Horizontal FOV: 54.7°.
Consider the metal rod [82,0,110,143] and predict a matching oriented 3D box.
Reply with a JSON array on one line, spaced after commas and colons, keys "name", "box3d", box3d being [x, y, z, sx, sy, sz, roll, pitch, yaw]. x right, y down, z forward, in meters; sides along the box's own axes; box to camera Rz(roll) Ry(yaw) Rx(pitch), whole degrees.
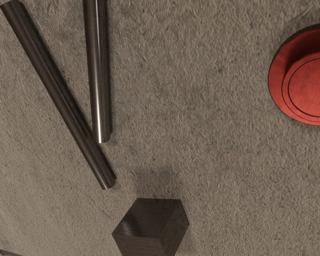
[{"name": "metal rod", "box3d": [-0.078, -0.110, 0.378, 0.025, 0.025, 0.298, 16, 125, 19]}]

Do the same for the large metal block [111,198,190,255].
[{"name": "large metal block", "box3d": [-0.012, 0.153, 0.471, 0.080, 0.080, 0.050, -6, 116, 30]}]

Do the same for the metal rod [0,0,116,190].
[{"name": "metal rod", "box3d": [-0.141, -0.035, 0.456, 0.025, 0.025, 0.299, -11, 113, 32]}]

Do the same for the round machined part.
[{"name": "round machined part", "box3d": [0.152, -0.044, 0.288, 0.098, 0.042, 0.097, 13, 124, 20]}]
